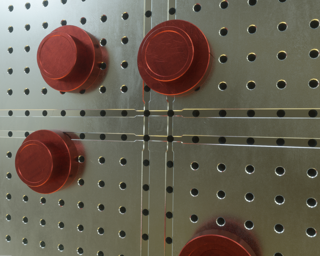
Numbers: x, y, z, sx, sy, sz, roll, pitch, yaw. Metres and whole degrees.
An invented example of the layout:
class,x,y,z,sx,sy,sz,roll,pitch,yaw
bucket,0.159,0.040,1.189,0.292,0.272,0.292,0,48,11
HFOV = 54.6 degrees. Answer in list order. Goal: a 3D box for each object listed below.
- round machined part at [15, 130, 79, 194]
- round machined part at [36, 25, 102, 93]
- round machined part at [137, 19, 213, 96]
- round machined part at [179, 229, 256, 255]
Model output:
class,x,y,z,sx,sy,sz,roll,pitch,yaw
round machined part,-0.176,0.051,0.467,0.098,0.042,0.097,0,90,20
round machined part,-0.139,-0.102,0.453,0.098,0.042,0.097,0,90,20
round machined part,0.015,-0.091,0.398,0.098,0.042,0.097,0,90,20
round machined part,0.072,0.172,0.378,0.098,0.042,0.097,0,90,20
